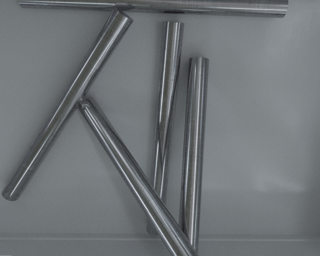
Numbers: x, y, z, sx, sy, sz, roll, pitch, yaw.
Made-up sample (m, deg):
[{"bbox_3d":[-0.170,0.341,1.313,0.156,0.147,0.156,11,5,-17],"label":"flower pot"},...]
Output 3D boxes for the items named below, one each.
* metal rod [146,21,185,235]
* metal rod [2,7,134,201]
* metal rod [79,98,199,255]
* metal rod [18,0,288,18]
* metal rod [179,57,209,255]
[{"bbox_3d":[0.004,0.014,0.416,0.025,0.025,0.298,4,110,-2],"label":"metal rod"},{"bbox_3d":[-0.127,-0.016,0.394,0.025,0.025,0.299,34,110,-12],"label":"metal rod"},{"bbox_3d":[-0.011,0.087,0.361,0.025,0.025,0.299,-39,74,13],"label":"metal rod"},{"bbox_3d":[-0.007,-0.146,0.357,0.302,0.025,0.025,2,110,-1],"label":"metal rod"},{"bbox_3d":[0.038,0.064,0.373,0.025,0.025,0.298,4,86,-2],"label":"metal rod"}]
